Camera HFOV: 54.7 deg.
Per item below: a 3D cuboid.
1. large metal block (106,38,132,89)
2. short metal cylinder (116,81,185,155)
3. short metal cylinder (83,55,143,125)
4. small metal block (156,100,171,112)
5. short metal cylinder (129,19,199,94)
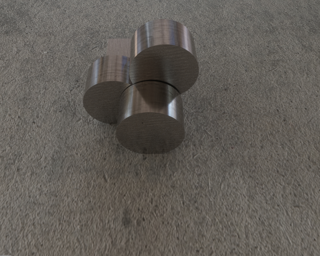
[{"bbox_3d":[-0.037,-0.090,0.465,0.081,0.050,0.080,-1,50,-1],"label":"large metal block"},{"bbox_3d":[-0.011,-0.011,0.379,0.081,0.080,0.050,0,50,0],"label":"short metal cylinder"},{"bbox_3d":[-0.058,-0.049,0.411,0.081,0.080,0.050,-2,50,-2],"label":"short metal cylinder"},{"bbox_3d":[0.008,-0.039,0.424,0.025,0.050,0.050,1,50,1],"label":"small metal block"},{"bbox_3d":[0.004,-0.082,0.374,0.081,0.080,0.050,-2,50,-2],"label":"short metal cylinder"}]
